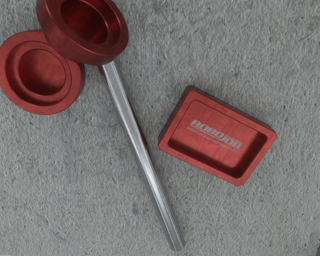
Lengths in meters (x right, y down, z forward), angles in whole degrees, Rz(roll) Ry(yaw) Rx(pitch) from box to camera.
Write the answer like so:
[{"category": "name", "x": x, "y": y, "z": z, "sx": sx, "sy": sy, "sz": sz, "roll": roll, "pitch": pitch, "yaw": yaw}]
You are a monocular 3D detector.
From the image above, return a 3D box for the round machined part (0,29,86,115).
[{"category": "round machined part", "x": -0.138, "y": -0.068, "z": 0.372, "sx": 0.099, "sy": 0.042, "sz": 0.097, "roll": 1, "pitch": 113, "yaw": 2}]

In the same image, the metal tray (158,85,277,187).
[{"category": "metal tray", "x": 0.074, "y": 0.012, "z": 0.412, "sx": 0.131, "sy": 0.030, "sz": 0.089, "roll": 26, "pitch": 108, "yaw": -10}]

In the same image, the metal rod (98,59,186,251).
[{"category": "metal rod", "x": -0.020, "y": 0.048, "z": 0.427, "sx": 0.025, "sy": 0.025, "sz": 0.298, "roll": -17, "pitch": 109, "yaw": 6}]

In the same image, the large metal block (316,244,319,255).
[{"category": "large metal block", "x": 0.291, "y": 0.232, "z": 0.485, "sx": 0.081, "sy": 0.050, "sz": 0.079, "roll": 6, "pitch": 110, "yaw": -3}]

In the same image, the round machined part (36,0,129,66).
[{"category": "round machined part", "x": -0.086, "y": -0.110, "z": 0.337, "sx": 0.098, "sy": 0.098, "sz": 0.042, "roll": 46, "pitch": 132, "yaw": -15}]
